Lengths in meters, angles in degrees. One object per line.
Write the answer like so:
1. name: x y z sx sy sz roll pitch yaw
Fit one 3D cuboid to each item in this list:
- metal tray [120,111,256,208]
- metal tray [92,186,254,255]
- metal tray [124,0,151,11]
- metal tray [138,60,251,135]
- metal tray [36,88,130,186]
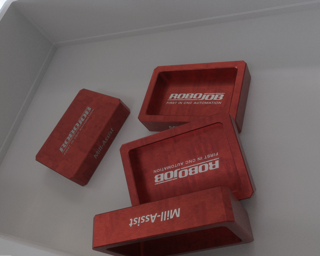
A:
1. metal tray: 0.027 0.045 0.339 0.130 0.030 0.090 -18 76 18
2. metal tray: 0.014 0.097 0.296 0.130 0.090 0.030 -18 55 18
3. metal tray: -0.017 -0.290 0.592 0.130 0.030 0.090 -30 52 9
4. metal tray: 0.044 -0.039 0.403 0.130 0.030 0.090 2 63 29
5. metal tray: -0.113 0.009 0.457 0.090 0.030 0.130 18 71 35
